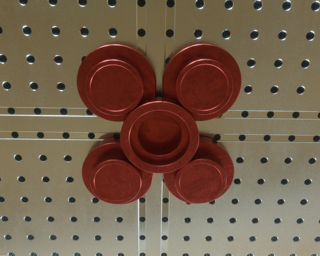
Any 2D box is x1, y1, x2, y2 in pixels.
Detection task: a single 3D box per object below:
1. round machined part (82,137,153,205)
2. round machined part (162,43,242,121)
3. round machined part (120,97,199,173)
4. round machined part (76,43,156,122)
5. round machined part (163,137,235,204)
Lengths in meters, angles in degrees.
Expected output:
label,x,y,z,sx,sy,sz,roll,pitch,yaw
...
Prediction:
label,x,y,z,sx,sy,sz,roll,pitch,yaw
round machined part,-0.059,0.065,0.428,0.099,0.042,0.097,0,110,-1
round machined part,0.052,-0.054,0.384,0.099,0.042,0.097,0,110,-1
round machined part,0.000,0.006,0.405,0.099,0.042,0.097,0,110,-1
round machined part,-0.054,-0.053,0.383,0.099,0.042,0.097,0,110,-1
round machined part,0.054,0.064,0.428,0.099,0.042,0.097,0,110,-1
